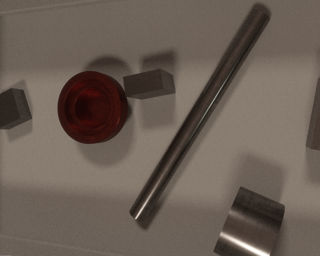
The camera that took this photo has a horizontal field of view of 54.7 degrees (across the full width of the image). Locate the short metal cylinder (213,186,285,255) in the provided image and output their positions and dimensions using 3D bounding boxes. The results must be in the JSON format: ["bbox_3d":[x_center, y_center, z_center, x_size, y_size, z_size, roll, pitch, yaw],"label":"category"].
[{"bbox_3d":[0.099,0.112,0.346,0.050,0.080,0.080,22,97,18],"label":"short metal cylinder"}]

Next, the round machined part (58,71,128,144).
[{"bbox_3d":[-0.089,-0.028,0.432,0.098,0.042,0.097,0,90,19],"label":"round machined part"}]

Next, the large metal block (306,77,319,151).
[{"bbox_3d":[0.206,-0.011,0.325,0.080,0.050,0.079,10,93,19],"label":"large metal block"}]

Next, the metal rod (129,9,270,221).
[{"bbox_3d":[0.045,-0.008,0.394,0.025,0.025,0.299,34,100,16],"label":"metal rod"}]

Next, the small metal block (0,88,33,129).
[{"bbox_3d":[-0.238,-0.030,0.492,0.050,0.025,0.050,-22,83,18],"label":"small metal block"}]

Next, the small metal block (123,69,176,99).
[{"bbox_3d":[-0.013,-0.055,0.401,0.050,0.050,0.025,-9,87,19],"label":"small metal block"}]
